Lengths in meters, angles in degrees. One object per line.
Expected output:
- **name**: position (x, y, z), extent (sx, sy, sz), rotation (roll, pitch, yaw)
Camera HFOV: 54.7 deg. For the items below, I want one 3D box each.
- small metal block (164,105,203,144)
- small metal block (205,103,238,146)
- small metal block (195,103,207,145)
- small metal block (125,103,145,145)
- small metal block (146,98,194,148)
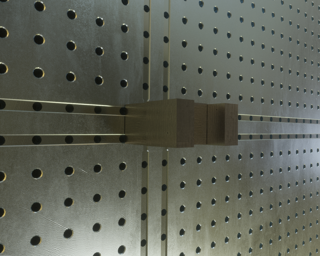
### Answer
- **small metal block**: position (0.032, -0.004, 0.421), extent (0.025, 0.050, 0.050), rotation (-1, 91, -40)
- **small metal block**: position (0.069, -0.004, 0.386), extent (0.025, 0.050, 0.050), rotation (1, 89, -40)
- **small metal block**: position (0.030, -0.005, 0.372), extent (0.050, 0.025, 0.050), rotation (1, 90, -40)
- **small metal block**: position (-0.018, -0.005, 0.379), extent (0.025, 0.050, 0.050), rotation (1, 90, -40)
- **small metal block**: position (0.010, -0.005, 0.337), extent (0.025, 0.050, 0.050), rotation (1, 89, -40)
